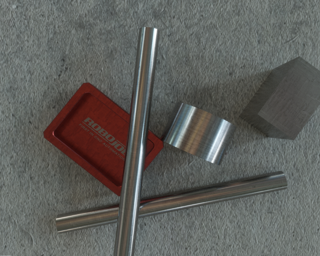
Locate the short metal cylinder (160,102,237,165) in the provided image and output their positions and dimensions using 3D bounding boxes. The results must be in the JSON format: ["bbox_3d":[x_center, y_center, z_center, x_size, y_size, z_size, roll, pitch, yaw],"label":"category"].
[{"bbox_3d":[0.047,0.007,0.383,0.080,0.080,0.050,24,90,-1],"label":"short metal cylinder"}]

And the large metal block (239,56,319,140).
[{"bbox_3d":[0.152,-0.034,0.385,0.050,0.080,0.080,36,90,-1],"label":"large metal block"}]

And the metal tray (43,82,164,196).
[{"bbox_3d":[-0.071,0.014,0.406,0.130,0.030,0.090,39,90,-1],"label":"metal tray"}]

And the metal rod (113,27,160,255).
[{"bbox_3d":[-0.030,0.029,0.379,0.025,0.025,0.298,7,90,-1],"label":"metal rod"}]

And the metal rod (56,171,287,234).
[{"bbox_3d":[0.016,0.098,0.410,0.302,0.025,0.025,-11,90,-1],"label":"metal rod"}]
